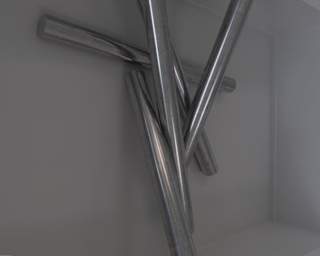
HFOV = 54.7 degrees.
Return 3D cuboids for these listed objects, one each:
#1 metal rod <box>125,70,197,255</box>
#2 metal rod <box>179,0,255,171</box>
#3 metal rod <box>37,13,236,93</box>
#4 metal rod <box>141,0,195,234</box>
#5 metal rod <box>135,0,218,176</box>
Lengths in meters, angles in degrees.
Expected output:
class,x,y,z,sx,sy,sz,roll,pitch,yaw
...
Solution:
class,x,y,z,sx,sy,sz,roll,pitch,yaw
metal rod,0.007,0.069,0.328,0.025,0.025,0.299,3,62,-40
metal rod,0.060,-0.051,0.378,0.025,0.025,0.298,6,111,-40
metal rod,-0.002,-0.085,0.404,0.302,0.025,0.025,8,85,-40
metal rod,0.012,-0.006,0.363,0.025,0.025,0.298,-23,113,-38
metal rod,0.024,-0.055,0.399,0.025,0.025,0.299,-43,125,-31
